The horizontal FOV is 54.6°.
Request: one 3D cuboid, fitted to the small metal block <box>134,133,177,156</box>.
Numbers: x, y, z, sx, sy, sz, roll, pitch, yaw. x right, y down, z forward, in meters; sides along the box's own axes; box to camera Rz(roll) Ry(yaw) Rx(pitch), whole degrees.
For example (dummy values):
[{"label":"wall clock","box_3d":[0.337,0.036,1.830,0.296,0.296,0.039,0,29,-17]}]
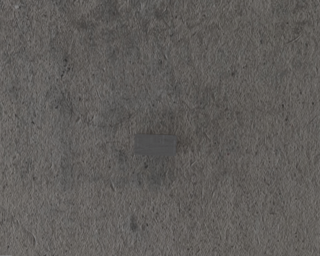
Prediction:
[{"label":"small metal block","box_3d":[-0.005,0.020,0.397,0.050,0.050,0.025,2,90,0]}]
